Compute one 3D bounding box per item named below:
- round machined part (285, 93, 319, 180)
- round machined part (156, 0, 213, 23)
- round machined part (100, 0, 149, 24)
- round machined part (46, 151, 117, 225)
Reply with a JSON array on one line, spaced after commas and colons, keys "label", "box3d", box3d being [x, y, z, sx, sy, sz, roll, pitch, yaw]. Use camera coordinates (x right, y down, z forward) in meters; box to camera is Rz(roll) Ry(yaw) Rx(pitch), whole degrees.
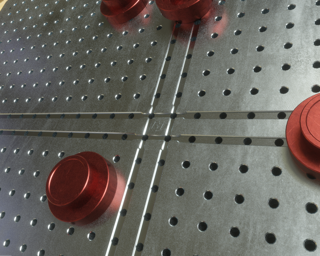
[{"label": "round machined part", "box3d": [0.176, 0.002, 0.304, 0.098, 0.042, 0.098, -13, 56, 21]}, {"label": "round machined part", "box3d": [0.046, -0.210, 0.503, 0.098, 0.042, 0.098, -13, 56, 21]}, {"label": "round machined part", "box3d": [-0.073, -0.250, 0.591, 0.098, 0.042, 0.098, -13, 56, 21]}, {"label": "round machined part", "box3d": [-0.110, 0.075, 0.411, 0.098, 0.042, 0.098, -13, 56, 21]}]
